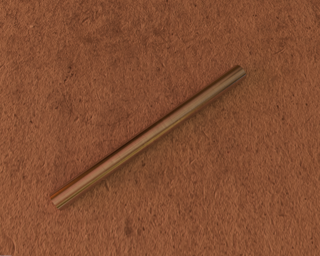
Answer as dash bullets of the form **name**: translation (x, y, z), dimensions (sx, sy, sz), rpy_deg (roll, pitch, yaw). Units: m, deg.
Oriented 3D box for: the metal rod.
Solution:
- **metal rod**: translation (-0.006, 0.006, 0.408), dimensions (0.301, 0.025, 0.025), rpy_deg (-35, 74, -12)
